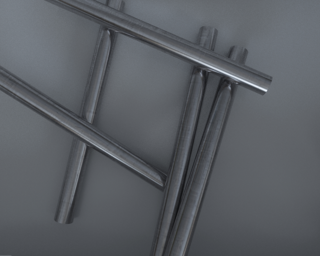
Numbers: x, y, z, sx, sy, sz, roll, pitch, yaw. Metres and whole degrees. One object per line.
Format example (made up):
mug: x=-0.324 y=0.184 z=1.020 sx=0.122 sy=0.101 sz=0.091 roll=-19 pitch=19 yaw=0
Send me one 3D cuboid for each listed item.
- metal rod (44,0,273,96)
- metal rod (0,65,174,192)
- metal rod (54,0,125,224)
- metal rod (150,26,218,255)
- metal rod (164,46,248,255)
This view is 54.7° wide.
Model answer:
metal rod: x=-0.007 y=-0.112 z=0.381 sx=0.301 sy=0.025 sz=0.025 roll=24 pitch=90 yaw=2
metal rod: x=-0.076 y=0.016 z=0.388 sx=0.301 sy=0.025 sz=0.025 roll=34 pitch=90 yaw=-9
metal rod: x=-0.093 y=-0.023 z=0.410 sx=0.025 sy=0.025 sz=0.298 roll=13 pitch=90 yaw=0
metal rod: x=0.032 y=0.015 z=0.389 sx=0.025 sy=0.025 sz=0.299 roll=13 pitch=81 yaw=0
metal rod: x=0.057 y=0.034 z=0.377 sx=0.025 sy=0.025 sz=0.299 roll=20 pitch=76 yaw=0
